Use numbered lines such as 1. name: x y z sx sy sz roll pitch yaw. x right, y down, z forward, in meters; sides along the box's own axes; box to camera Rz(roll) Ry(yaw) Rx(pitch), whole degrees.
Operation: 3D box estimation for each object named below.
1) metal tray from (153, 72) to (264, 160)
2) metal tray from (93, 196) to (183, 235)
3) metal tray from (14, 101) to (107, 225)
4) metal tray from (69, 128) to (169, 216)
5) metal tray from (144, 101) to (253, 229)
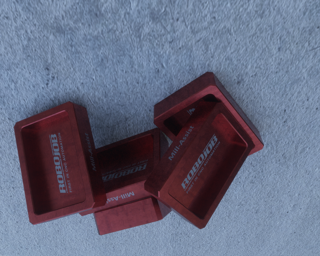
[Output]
1. metal tray: 0.065 -0.001 0.406 0.090 0.030 0.130 -31 124 23
2. metal tray: -0.024 0.112 0.447 0.090 0.030 0.130 -19 173 15
3. metal tray: -0.124 0.043 0.381 0.090 0.129 0.030 -19 166 15
4. metal tray: -0.053 0.057 0.414 0.130 0.090 0.030 -19 128 15
5. metal tray: 0.051 0.043 0.373 0.090 0.030 0.130 45 72 -31
